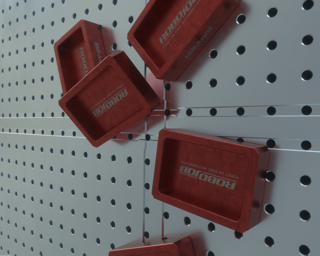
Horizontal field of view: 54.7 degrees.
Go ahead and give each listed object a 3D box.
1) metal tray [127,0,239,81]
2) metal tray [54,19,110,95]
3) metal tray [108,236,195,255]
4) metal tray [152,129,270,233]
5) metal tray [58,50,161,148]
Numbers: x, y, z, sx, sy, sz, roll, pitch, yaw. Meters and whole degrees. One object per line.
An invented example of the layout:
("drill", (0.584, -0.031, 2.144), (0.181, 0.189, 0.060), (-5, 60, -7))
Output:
("metal tray", (0.022, -0.134, 0.385), (0.129, 0.030, 0.090), (-48, 62, 28))
("metal tray", (-0.127, -0.098, 0.507), (0.090, 0.030, 0.129), (-24, 75, 37))
("metal tray", (-0.008, 0.199, 0.410), (0.130, 0.030, 0.090), (-23, 75, 37))
("metal tray", (0.053, 0.054, 0.360), (0.130, 0.030, 0.089), (12, 97, 39))
("metal tray", (-0.074, -0.036, 0.438), (0.130, 0.030, 0.090), (-31, 101, 35))
